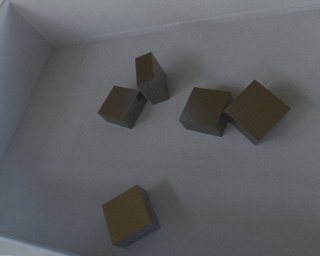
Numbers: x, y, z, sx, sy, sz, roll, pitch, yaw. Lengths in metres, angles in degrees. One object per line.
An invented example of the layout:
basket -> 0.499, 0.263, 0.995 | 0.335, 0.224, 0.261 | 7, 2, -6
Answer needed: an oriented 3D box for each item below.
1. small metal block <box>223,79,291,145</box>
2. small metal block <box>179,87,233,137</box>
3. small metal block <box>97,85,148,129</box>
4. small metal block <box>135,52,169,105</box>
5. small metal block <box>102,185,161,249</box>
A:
small metal block -> 0.107, -0.017, 0.349 | 0.050, 0.025, 0.050 | -45, 74, -3
small metal block -> 0.059, -0.021, 0.387 | 0.050, 0.025, 0.050 | 13, 68, 33
small metal block -> -0.054, -0.031, 0.452 | 0.050, 0.025, 0.050 | 16, 70, 34
small metal block -> -0.011, -0.069, 0.436 | 0.025, 0.050, 0.050 | -18, 55, 18
small metal block -> -0.034, 0.103, 0.359 | 0.050, 0.025, 0.050 | -31, 52, 7
